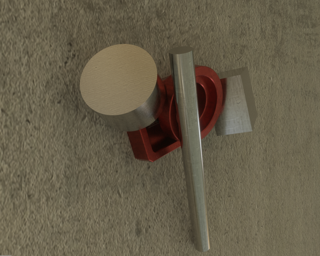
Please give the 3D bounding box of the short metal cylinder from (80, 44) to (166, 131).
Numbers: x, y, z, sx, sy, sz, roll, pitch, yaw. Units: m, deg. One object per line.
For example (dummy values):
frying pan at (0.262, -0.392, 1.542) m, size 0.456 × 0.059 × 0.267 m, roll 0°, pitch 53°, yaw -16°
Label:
short metal cylinder at (-0.037, -0.042, 0.332) m, size 0.050 × 0.080 × 0.080 m, roll 60°, pitch 46°, yaw -68°

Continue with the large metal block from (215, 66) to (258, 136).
large metal block at (0.109, -0.042, 0.462) m, size 0.080 × 0.050 × 0.080 m, roll -41°, pitch 118°, yaw -61°

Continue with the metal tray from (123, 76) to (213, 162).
metal tray at (0.013, -0.021, 0.416) m, size 0.131 × 0.030 × 0.089 m, roll -26°, pitch 107°, yaw -37°

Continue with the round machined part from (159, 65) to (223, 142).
round machined part at (0.033, -0.032, 0.393) m, size 0.099 × 0.042 × 0.097 m, roll -19°, pitch 118°, yaw -39°

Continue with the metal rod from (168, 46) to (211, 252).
metal rod at (0.042, 0.048, 0.387) m, size 0.025 × 0.025 × 0.298 m, roll -34°, pitch 128°, yaw -35°
